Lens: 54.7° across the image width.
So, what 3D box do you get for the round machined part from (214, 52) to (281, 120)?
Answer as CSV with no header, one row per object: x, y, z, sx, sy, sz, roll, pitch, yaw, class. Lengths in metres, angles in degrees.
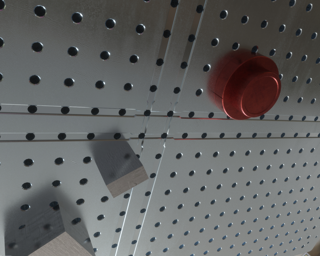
0.130,-0.054,0.438,0.099,0.042,0.097,-14,124,-21,round machined part

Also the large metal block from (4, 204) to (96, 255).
-0.146,0.163,0.417,0.080,0.050,0.080,-32,129,-7,large metal block

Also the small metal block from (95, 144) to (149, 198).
-0.050,0.055,0.402,0.050,0.050,0.025,-28,128,-11,small metal block
